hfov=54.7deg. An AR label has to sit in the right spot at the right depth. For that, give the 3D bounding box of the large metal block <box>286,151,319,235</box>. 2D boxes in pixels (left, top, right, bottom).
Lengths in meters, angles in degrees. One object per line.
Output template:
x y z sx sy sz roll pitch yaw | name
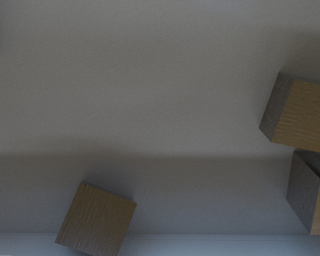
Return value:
0.214 0.084 0.415 0.050 0.080 0.079 0 110 0 | large metal block

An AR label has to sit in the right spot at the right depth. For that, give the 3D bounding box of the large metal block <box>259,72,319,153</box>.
0.184 -0.019 0.392 0.081 0.050 0.079 12 110 -5 | large metal block

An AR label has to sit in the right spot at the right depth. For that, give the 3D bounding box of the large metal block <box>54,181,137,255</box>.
-0.086 0.125 0.426 0.080 0.050 0.080 23 80 -8 | large metal block
